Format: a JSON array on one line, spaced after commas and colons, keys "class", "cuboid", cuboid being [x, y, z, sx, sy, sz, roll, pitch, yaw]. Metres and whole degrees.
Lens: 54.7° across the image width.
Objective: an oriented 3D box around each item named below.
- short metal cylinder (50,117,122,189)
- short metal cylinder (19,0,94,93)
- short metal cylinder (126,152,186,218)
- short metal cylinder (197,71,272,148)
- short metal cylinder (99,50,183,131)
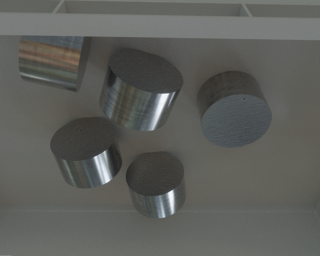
[{"class": "short metal cylinder", "cuboid": [-0.092, 0.030, 0.398, 0.080, 0.080, 0.050, -4, 130, 2]}, {"class": "short metal cylinder", "cuboid": [-0.099, -0.079, 0.304, 0.050, 0.080, 0.079, 12, 129, -10]}, {"class": "short metal cylinder", "cuboid": [-0.004, 0.080, 0.441, 0.080, 0.080, 0.050, -5, 130, 4]}, {"class": "short metal cylinder", "cuboid": [0.088, -0.022, 0.375, 0.081, 0.050, 0.079, 0, 130, 0]}, {"class": "short metal cylinder", "cuboid": [-0.021, -0.042, 0.337, 0.081, 0.080, 0.050, 14, 129, -12]}]
